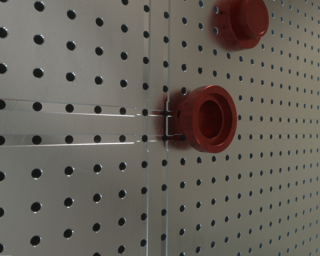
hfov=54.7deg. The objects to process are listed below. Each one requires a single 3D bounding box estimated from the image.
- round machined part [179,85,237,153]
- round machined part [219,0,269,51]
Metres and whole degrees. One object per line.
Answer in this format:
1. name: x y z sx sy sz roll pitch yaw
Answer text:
1. round machined part: 0.067 -0.013 0.457 0.099 0.042 0.097 0 90 -40
2. round machined part: 0.148 -0.184 0.525 0.099 0.042 0.097 0 90 -40
